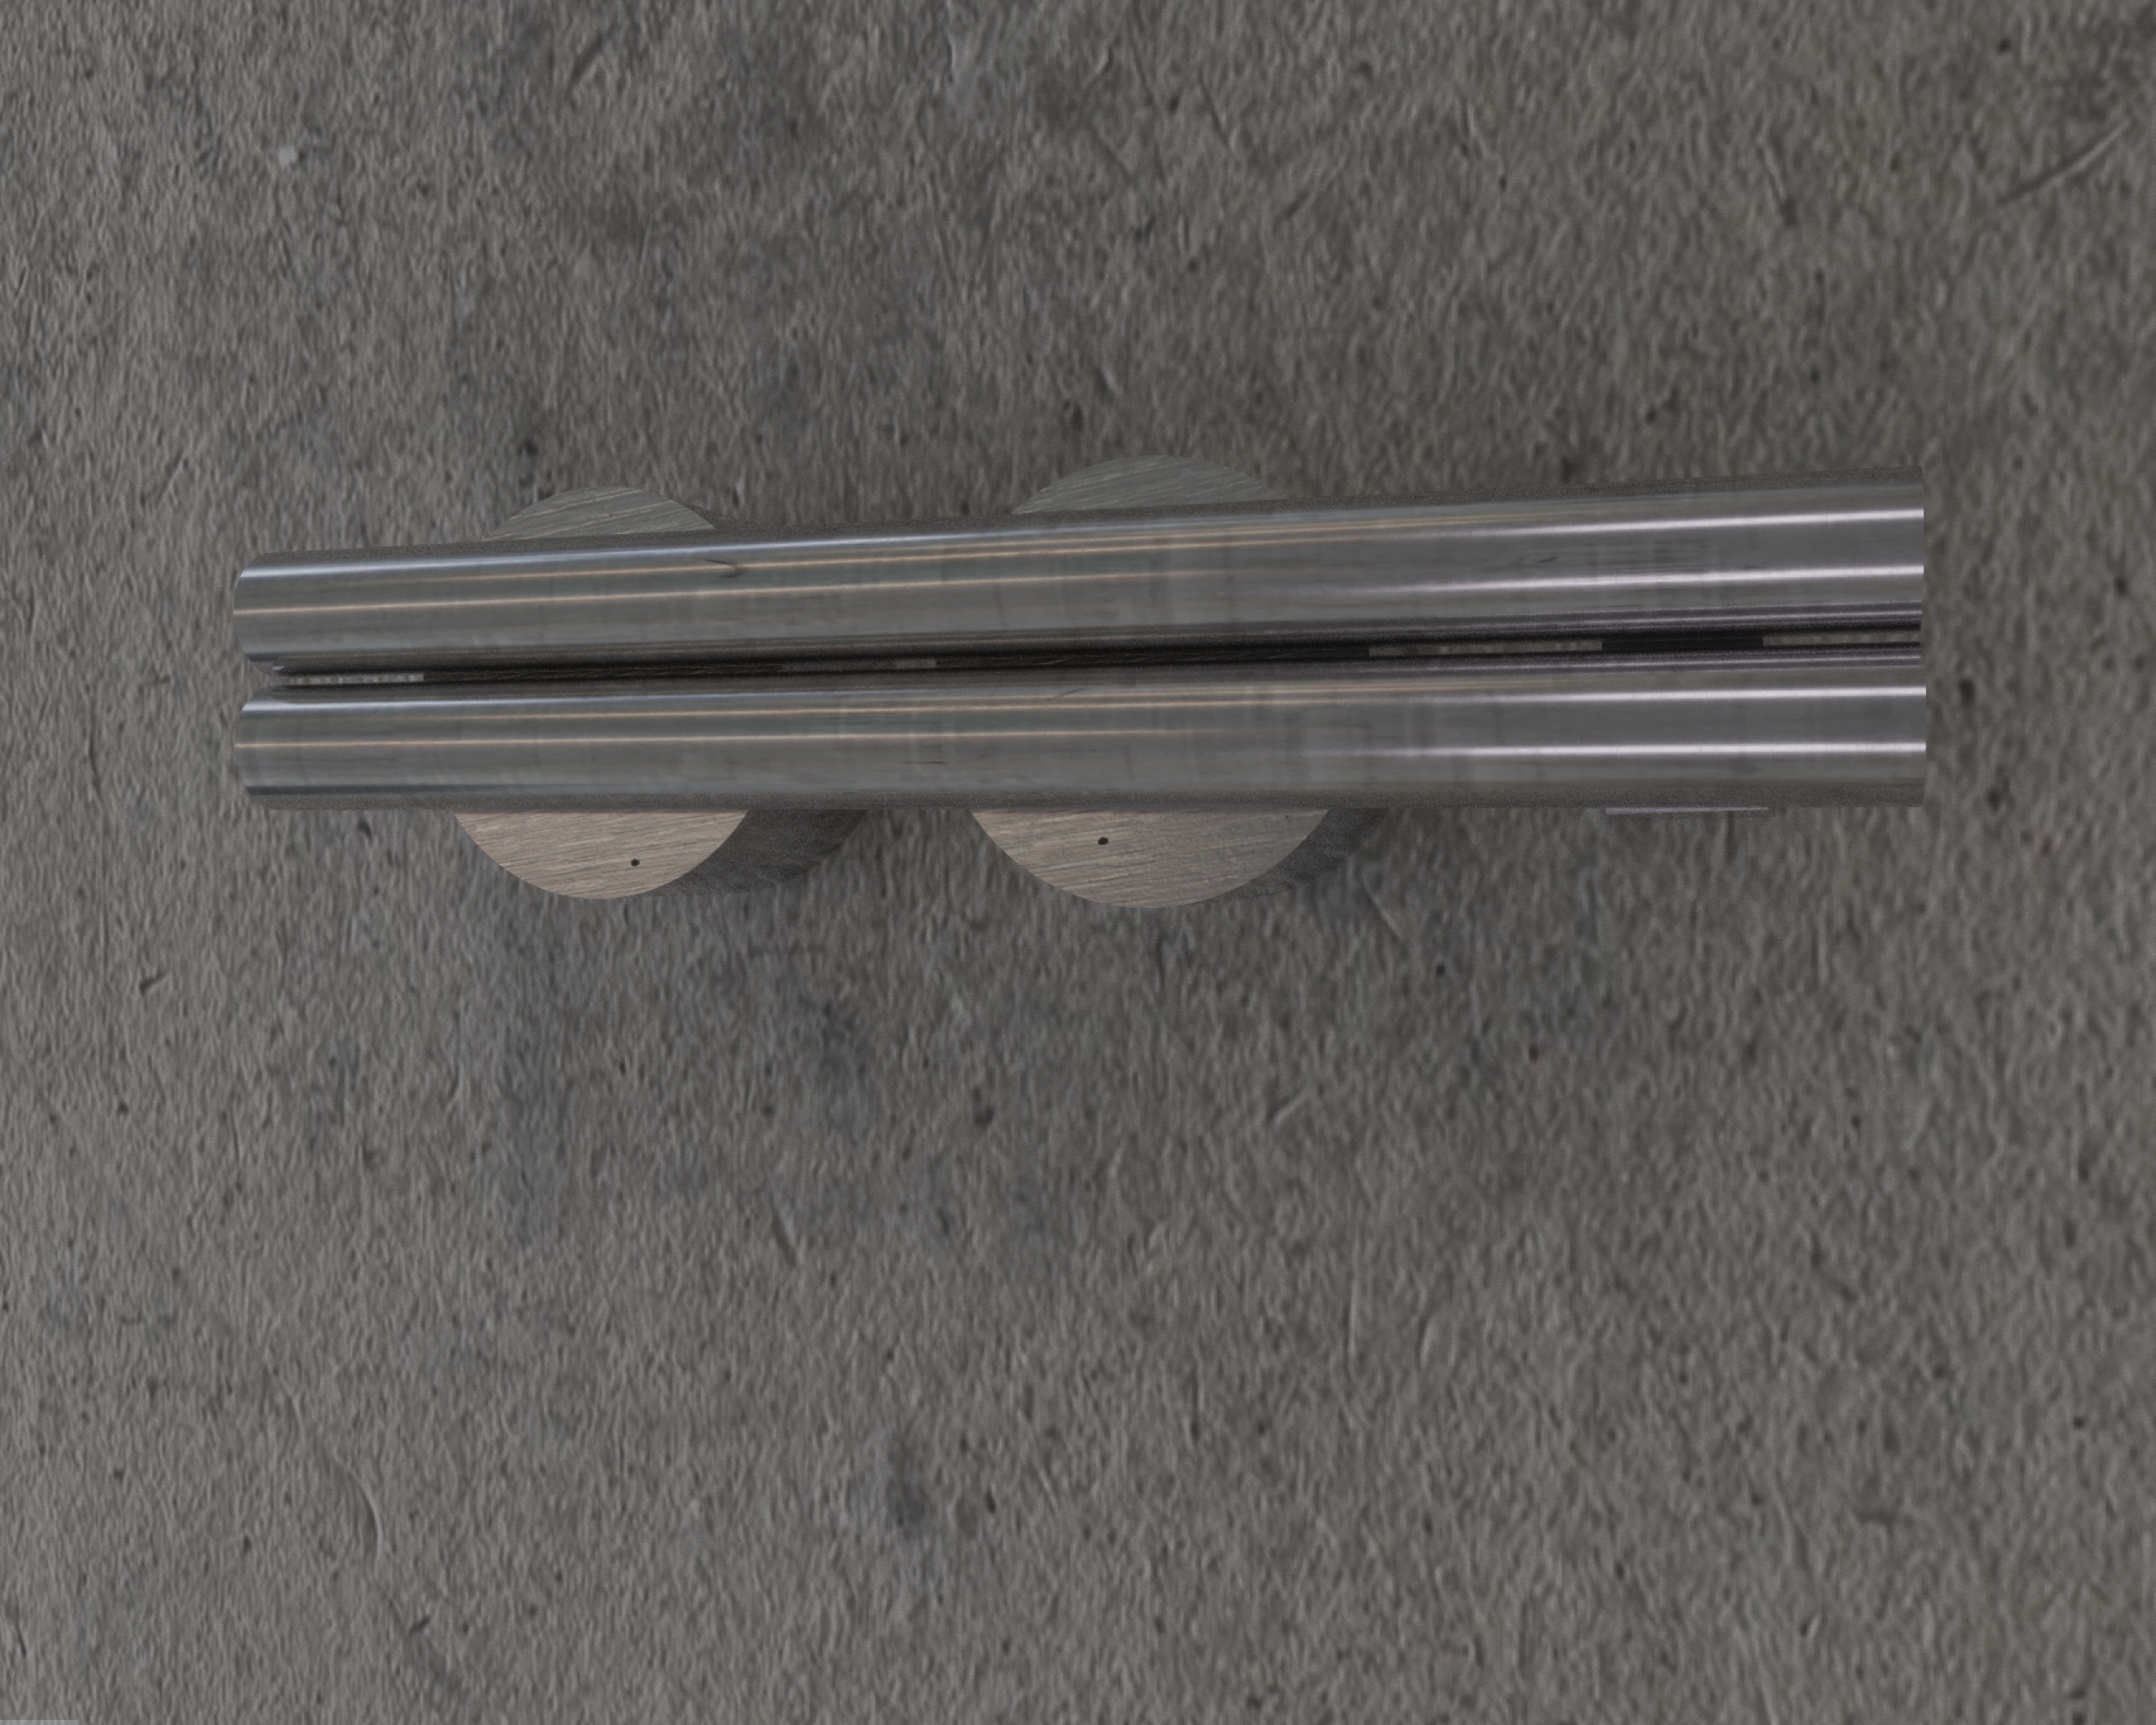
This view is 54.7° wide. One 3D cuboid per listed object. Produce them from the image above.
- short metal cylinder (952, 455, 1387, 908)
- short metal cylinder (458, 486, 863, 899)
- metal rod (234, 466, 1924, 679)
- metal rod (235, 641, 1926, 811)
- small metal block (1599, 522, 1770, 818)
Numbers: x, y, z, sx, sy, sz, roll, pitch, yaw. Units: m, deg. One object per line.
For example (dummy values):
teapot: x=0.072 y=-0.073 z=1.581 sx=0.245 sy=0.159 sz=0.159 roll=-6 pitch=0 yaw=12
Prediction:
short metal cylinder: x=0.020 y=-0.032 z=0.390 sx=0.080 sy=0.050 sz=0.080 roll=0 pitch=90 yaw=20
short metal cylinder: x=-0.084 y=-0.033 z=0.426 sx=0.080 sy=0.050 sz=0.080 roll=0 pitch=90 yaw=20
metal rod: x=-0.016 y=-0.048 z=0.362 sx=0.301 sy=0.025 sz=0.025 roll=0 pitch=90 yaw=19
metal rod: x=-0.016 y=-0.022 z=0.362 sx=0.301 sy=0.025 sz=0.025 roll=0 pitch=90 yaw=19
small metal block: x=0.106 y=-0.033 z=0.361 sx=0.025 sy=0.050 sz=0.050 roll=-2 pitch=89 yaw=20
